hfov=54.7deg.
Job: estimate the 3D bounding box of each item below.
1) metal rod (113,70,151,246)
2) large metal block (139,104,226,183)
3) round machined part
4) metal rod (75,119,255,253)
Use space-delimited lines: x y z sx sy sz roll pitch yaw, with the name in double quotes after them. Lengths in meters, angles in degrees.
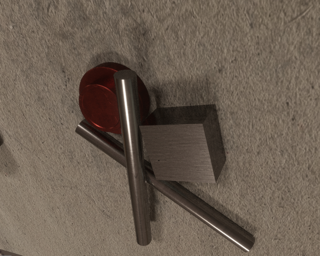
-0.032 0.063 0.425 0.025 0.025 0.298 13 128 21 "metal rod"
0.031 0.019 0.385 0.080 0.050 0.080 -2 118 28 "large metal block"
-0.067 -0.033 0.409 0.098 0.042 0.097 13 124 20 "round machined part"
0.005 0.082 0.453 0.301 0.025 0.025 35 129 4 "metal rod"
